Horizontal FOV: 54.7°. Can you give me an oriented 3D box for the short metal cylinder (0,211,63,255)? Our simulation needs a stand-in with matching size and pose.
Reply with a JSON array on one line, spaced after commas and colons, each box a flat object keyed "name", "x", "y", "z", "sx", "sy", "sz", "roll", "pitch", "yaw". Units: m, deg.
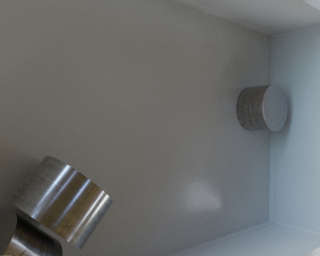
[{"name": "short metal cylinder", "x": -0.131, "y": 0.119, "z": 0.261, "sx": 0.050, "sy": 0.080, "sz": 0.080, "roll": 49, "pitch": 61, "yaw": -29}]

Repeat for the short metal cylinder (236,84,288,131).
[{"name": "short metal cylinder", "x": 0.178, "y": -0.034, "z": 0.539, "sx": 0.081, "sy": 0.050, "sz": 0.080, "roll": 0, "pitch": 90, "yaw": -40}]

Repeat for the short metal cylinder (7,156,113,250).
[{"name": "short metal cylinder", "x": -0.093, "y": 0.070, "z": 0.293, "sx": 0.080, "sy": 0.080, "sz": 0.050, "roll": 49, "pitch": 61, "yaw": -29}]
